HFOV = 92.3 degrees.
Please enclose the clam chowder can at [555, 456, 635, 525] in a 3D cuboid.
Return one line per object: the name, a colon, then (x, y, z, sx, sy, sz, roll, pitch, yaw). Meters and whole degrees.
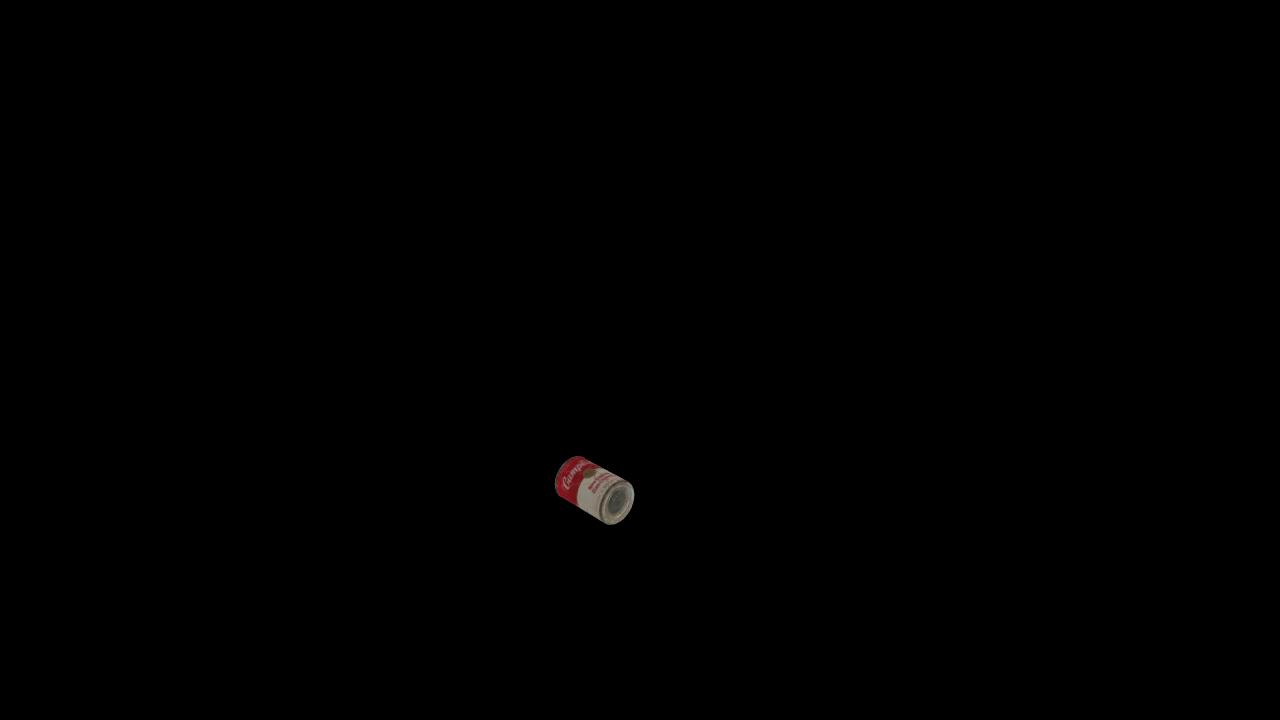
clam chowder can: (-0.066, 0.189, 0.892, 0.102, 0.068, 0.068, 19, 13, 40)
